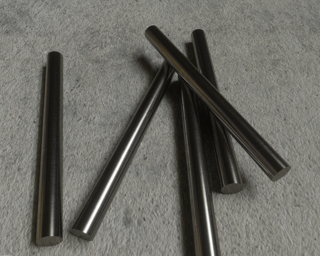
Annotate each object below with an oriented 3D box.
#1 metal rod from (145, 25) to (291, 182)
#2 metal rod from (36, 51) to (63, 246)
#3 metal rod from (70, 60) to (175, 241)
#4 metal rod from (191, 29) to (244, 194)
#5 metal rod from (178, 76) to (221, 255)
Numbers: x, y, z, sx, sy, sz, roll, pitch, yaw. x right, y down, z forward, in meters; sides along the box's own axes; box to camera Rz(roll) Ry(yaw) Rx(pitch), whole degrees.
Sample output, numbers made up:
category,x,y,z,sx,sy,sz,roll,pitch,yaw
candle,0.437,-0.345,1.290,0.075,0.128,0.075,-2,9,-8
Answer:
category,x,y,z,sx,sy,sz,roll,pitch,yaw
metal rod,0.058,-0.052,0.413,0.025,0.025,0.300,-22,54,-18
metal rod,-0.139,0.000,0.402,0.025,0.025,0.300,-9,51,-7
metal rod,-0.029,-0.001,0.403,0.025,0.025,0.301,15,52,12
metal rod,0.074,-0.047,0.442,0.025,0.025,0.300,-2,50,-2
metal rod,0.043,0.031,0.376,0.025,0.025,0.300,-1,50,-1
